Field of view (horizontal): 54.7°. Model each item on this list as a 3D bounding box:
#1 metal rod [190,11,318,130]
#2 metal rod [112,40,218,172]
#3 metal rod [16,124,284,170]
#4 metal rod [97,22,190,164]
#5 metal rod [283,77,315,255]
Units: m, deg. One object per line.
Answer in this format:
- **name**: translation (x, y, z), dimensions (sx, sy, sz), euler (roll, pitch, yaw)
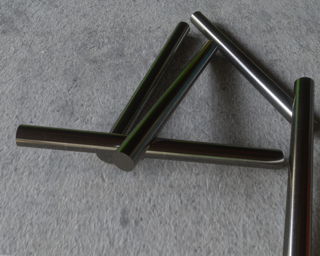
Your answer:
- **metal rod**: translation (0.131, -0.102, 0.490), dimensions (0.025, 0.025, 0.300), euler (-20, 53, -16)
- **metal rod**: translation (0.025, -0.051, 0.411), dimensions (0.025, 0.025, 0.301), euler (19, 42, 15)
- **metal rod**: translation (-0.006, 0.023, 0.359), dimensions (0.302, 0.025, 0.025), euler (6, 50, -5)
- **metal rod**: translation (-0.012, -0.072, 0.463), dimensions (0.025, 0.025, 0.301), euler (17, 52, 13)
- **metal rod**: translation (0.152, 0.059, 0.336), dimensions (0.025, 0.025, 0.300), euler (13, 57, 10)
